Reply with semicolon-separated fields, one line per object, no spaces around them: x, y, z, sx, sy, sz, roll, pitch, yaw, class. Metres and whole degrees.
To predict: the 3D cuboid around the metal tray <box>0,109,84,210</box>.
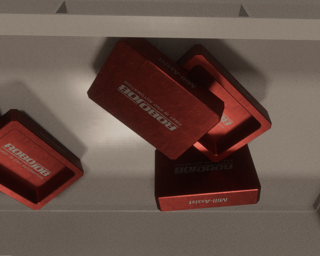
-0.179;0.047;0.413;0.090;0.030;0.130;-38;130;1;metal tray

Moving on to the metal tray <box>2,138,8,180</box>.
-0.245;0.032;0.391;0.030;0.091;0.129;28;139;32;metal tray

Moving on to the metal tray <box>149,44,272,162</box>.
0.058;-0.024;0.374;0.130;0.030;0.090;40;120;-20;metal tray

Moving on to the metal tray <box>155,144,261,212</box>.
0.060;0.062;0.420;0.131;0.090;0.030;-6;130;4;metal tray

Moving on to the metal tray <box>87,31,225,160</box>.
-0.006;-0.031;0.346;0.130;0.030;0.090;37;130;-7;metal tray
